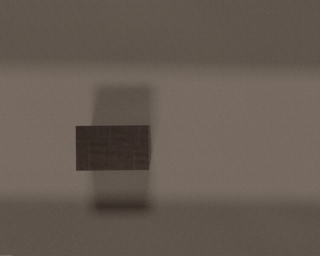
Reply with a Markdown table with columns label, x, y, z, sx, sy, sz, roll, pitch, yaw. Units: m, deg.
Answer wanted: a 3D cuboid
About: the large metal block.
| label | x | y | z | sx | sy | sz | roll | pitch | yaw |
| --- | --- | --- | --- | --- | --- | --- | --- | --- | --- |
| large metal block | -0.053 | 0.022 | 0.383 | 0.081 | 0.080 | 0.050 | -1 | 90 | -1 |
